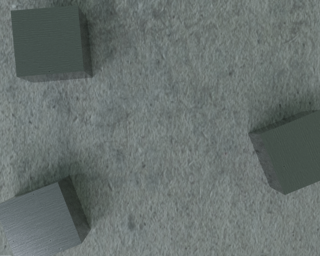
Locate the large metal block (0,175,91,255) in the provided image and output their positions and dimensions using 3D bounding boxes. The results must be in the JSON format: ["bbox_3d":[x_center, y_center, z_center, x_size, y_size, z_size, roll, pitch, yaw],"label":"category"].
[{"bbox_3d":[-0.146,0.116,0.396,0.080,0.050,0.080,-21,90,-1],"label":"large metal block"}]

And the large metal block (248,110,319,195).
[{"bbox_3d":[0.173,0.029,0.400,0.080,0.050,0.080,-22,90,-1],"label":"large metal block"}]

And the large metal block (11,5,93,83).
[{"bbox_3d":[-0.135,-0.104,0.396,0.081,0.050,0.079,-5,90,-1],"label":"large metal block"}]
